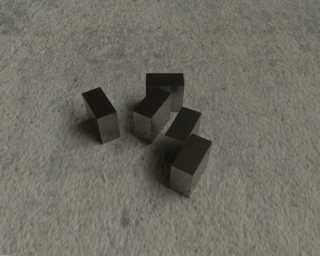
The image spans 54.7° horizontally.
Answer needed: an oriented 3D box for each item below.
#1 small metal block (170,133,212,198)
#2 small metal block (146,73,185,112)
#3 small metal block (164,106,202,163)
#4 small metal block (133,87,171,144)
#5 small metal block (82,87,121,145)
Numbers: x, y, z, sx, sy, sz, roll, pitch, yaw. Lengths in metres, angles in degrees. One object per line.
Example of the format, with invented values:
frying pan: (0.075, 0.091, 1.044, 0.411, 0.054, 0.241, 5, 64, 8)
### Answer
small metal block: (0.035, 0.043, 0.351, 0.025, 0.050, 0.050, 23, 54, 18)
small metal block: (0.006, -0.048, 0.428, 0.050, 0.050, 0.025, 0, 50, -1)
small metal block: (0.028, 0.011, 0.378, 0.025, 0.050, 0.050, 21, 53, 16)
small metal block: (-0.009, -0.016, 0.401, 0.025, 0.050, 0.050, 24, 54, 18)
small metal block: (-0.075, -0.016, 0.399, 0.025, 0.050, 0.050, -24, 54, -19)
